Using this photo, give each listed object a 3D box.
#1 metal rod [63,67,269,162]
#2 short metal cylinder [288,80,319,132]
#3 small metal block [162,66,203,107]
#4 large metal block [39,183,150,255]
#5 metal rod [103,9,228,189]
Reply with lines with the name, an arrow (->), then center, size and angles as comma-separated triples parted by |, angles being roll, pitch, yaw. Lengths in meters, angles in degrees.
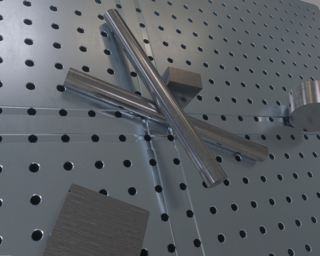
metal rod -> 0.020, -0.012, 0.426 | 0.302, 0.025, 0.025 | 21, 54, -16
short metal cylinder -> 0.267, -0.037, 0.539 | 0.080, 0.080, 0.050 | 23, 53, -15
small metal block -> 0.025, -0.057, 0.441 | 0.050, 0.050, 0.025 | 9, 58, -24
large metal block -> -0.064, 0.109, 0.291 | 0.080, 0.050, 0.080 | 24, 53, -14
metal rod -> -0.005, -0.055, 0.410 | 0.025, 0.025, 0.299 | -13, 60, -34
